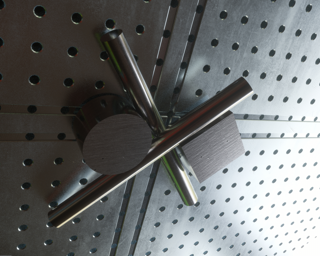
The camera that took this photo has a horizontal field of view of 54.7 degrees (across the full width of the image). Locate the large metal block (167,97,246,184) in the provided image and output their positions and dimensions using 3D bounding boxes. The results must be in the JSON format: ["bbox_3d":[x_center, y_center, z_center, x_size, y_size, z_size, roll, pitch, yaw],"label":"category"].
[{"bbox_3d":[0.065,0.018,0.435,0.080,0.050,0.080,-33,129,-7],"label":"large metal block"}]

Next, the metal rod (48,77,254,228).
[{"bbox_3d":[-0.016,0.034,0.391,0.300,0.025,0.025,-35,130,6],"label":"metal rod"}]

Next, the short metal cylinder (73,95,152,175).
[{"bbox_3d":[-0.056,0.008,0.365,0.081,0.050,0.079,-14,124,-21],"label":"short metal cylinder"}]

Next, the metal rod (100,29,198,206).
[{"bbox_3d":[0.000,0.010,0.412,0.025,0.025,0.299,-32,129,-8],"label":"metal rod"}]
